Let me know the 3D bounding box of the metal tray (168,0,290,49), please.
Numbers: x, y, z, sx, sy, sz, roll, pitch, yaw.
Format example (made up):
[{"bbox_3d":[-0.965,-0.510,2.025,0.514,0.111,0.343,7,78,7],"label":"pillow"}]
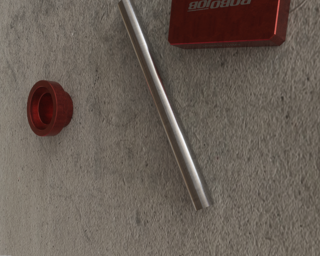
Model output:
[{"bbox_3d":[0.072,-0.136,0.341,0.130,0.030,0.089,10,96,39],"label":"metal tray"}]

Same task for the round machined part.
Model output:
[{"bbox_3d":[-0.191,-0.034,0.548,0.098,0.042,0.097,0,90,39],"label":"round machined part"}]

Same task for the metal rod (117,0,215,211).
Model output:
[{"bbox_3d":[0.002,-0.042,0.401,0.025,0.025,0.299,-32,70,35],"label":"metal rod"}]
